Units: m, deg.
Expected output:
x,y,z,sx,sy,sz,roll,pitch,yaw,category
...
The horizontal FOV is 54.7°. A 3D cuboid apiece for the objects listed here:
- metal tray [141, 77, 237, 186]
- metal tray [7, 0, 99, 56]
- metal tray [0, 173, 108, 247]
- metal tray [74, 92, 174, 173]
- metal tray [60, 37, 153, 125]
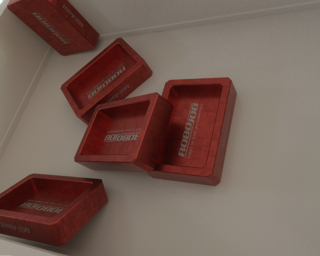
x,y,z,sx,sy,sz,roll,pitch,yaw,category
0.037,0.000,0.381,0.090,0.030,0.130,2,63,29,metal tray
-0.182,-0.184,0.539,0.090,0.130,0.030,-2,61,33,metal tray
-0.144,0.095,0.385,0.130,0.030,0.090,0,22,27,metal tray
-0.050,0.008,0.397,0.130,0.030,0.090,-5,58,45,metal tray
-0.087,-0.076,0.492,0.130,0.030,0.090,-40,51,0,metal tray
